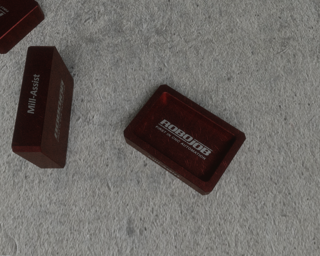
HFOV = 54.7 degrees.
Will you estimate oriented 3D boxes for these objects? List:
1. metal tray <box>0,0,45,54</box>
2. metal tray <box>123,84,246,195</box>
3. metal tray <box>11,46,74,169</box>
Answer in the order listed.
[{"bbox_3d":[-0.256,-0.182,0.470,0.130,0.030,0.090,36,74,12],"label":"metal tray"},{"bbox_3d":[0.031,0.013,0.400,0.130,0.030,0.090,34,73,11],"label":"metal tray"},{"bbox_3d":[-0.138,-0.022,0.380,0.030,0.090,0.130,0,70,0],"label":"metal tray"}]
